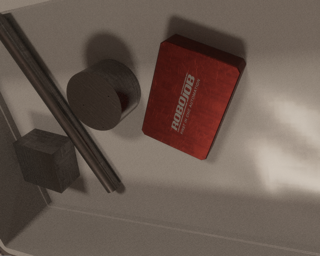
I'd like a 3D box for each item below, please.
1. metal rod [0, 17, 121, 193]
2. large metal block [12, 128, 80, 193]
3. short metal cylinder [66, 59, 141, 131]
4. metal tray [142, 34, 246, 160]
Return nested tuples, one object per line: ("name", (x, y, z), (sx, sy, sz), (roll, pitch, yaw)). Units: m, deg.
("metal rod", (-0.151, -0.025, 0.469), (0.025, 0.025, 0.299), (-21, 108, 35))
("large metal block", (-0.189, 0.054, 0.523), (0.080, 0.050, 0.079), (12, 124, 21))
("short metal cylinder", (-0.072, -0.043, 0.402), (0.080, 0.050, 0.079), (13, 124, 20))
("metal tray", (0.035, -0.033, 0.366), (0.090, 0.030, 0.129), (24, 127, 13))
